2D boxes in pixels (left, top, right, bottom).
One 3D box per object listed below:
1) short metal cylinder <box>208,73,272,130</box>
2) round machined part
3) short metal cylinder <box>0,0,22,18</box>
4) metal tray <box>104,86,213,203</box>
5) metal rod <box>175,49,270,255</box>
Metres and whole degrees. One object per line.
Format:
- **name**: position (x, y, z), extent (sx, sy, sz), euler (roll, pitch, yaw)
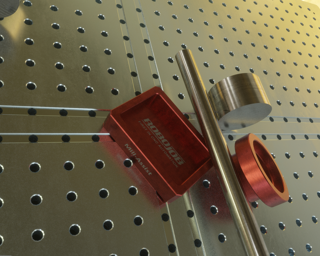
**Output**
- **short metal cylinder**: position (0.117, -0.037, 0.458), extent (0.081, 0.080, 0.050), euler (1, 62, -28)
- **round machined part**: position (0.126, 0.059, 0.412), extent (0.098, 0.042, 0.098), euler (41, 30, -30)
- **short metal cylinder**: position (-0.205, -0.182, 0.373), extent (0.081, 0.080, 0.050), euler (15, 56, -20)
- **metal tray**: position (0.003, 0.017, 0.395), extent (0.091, 0.030, 0.130), euler (-35, 81, -38)
- **metal rod**: position (0.073, 0.024, 0.393), extent (0.025, 0.025, 0.299), euler (-2, 63, -29)
